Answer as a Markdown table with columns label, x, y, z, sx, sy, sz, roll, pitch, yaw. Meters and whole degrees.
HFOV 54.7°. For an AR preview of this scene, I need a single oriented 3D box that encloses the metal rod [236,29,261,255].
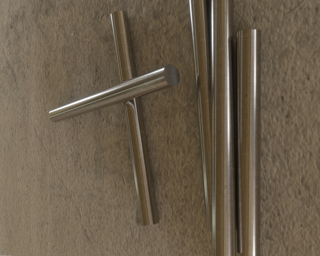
| label | x | y | z | sx | sy | sz | roll | pitch | yaw |
| --- | --- | --- | --- | --- | --- | --- | --- | --- | --- |
| metal rod | 0.093 | 0.049 | 0.327 | 0.025 | 0.025 | 0.298 | 0 | 90 | 39 |

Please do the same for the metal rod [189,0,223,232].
| label | x | y | z | sx | sy | sz | roll | pitch | yaw |
| --- | --- | --- | --- | --- | --- | --- | --- | --- | --- |
| metal rod | 0.054 | -0.035 | 0.358 | 0.025 | 0.025 | 0.298 | -7 | 86 | 39 |

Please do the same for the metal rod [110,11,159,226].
| label | x | y | z | sx | sy | sz | roll | pitch | yaw |
| --- | --- | --- | --- | --- | --- | --- | --- | --- | --- |
| metal rod | -0.036 | -0.019 | 0.432 | 0.025 | 0.025 | 0.298 | -15 | 81 | 39 |

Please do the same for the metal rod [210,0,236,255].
| label | x | y | z | sx | sy | sz | roll | pitch | yaw |
| --- | --- | --- | --- | --- | --- | --- | --- | --- | --- |
| metal rod | 0.067 | -0.018 | 0.333 | 0.025 | 0.025 | 0.298 | -3 | 83 | 39 |

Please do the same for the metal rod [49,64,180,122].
| label | x | y | z | sx | sy | sz | roll | pitch | yaw |
| --- | --- | --- | --- | --- | --- | --- | --- | --- | --- |
| metal rod | -0.088 | -0.040 | 0.448 | 0.299 | 0.025 | 0.025 | -10 | 84 | 47 |
